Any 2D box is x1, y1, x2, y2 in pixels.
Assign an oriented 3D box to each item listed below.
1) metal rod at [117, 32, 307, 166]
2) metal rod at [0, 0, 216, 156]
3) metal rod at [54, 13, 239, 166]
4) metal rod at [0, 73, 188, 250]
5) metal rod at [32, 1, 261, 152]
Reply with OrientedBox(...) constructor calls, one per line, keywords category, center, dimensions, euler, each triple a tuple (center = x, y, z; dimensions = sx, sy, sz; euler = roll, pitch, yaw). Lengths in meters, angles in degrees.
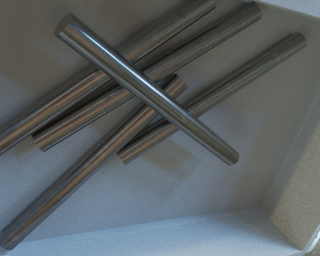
OrientedBox(category="metal rod", center=(0.073, -0.043, 0.421), dimensions=(0.301, 0.025, 0.025), euler=(-33, 129, -7))
OrientedBox(category="metal rod", center=(-0.067, -0.058, 0.335), dimensions=(0.301, 0.025, 0.025), euler=(-36, 129, -5))
OrientedBox(category="metal rod", center=(0.011, -0.023, 0.365), dimensions=(0.025, 0.025, 0.301), euler=(-49, 129, 7))
OrientedBox(category="metal rod", center=(-0.084, 0.043, 0.388), dimensions=(0.300, 0.025, 0.025), euler=(-43, 129, 1))
OrientedBox(category="metal rod", center=(-0.009, -0.064, 0.363), dimensions=(0.301, 0.025, 0.025), euler=(-33, 129, -7))
